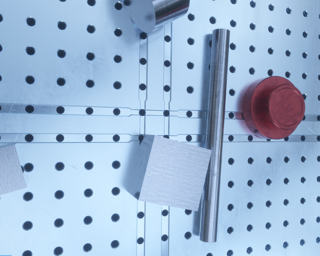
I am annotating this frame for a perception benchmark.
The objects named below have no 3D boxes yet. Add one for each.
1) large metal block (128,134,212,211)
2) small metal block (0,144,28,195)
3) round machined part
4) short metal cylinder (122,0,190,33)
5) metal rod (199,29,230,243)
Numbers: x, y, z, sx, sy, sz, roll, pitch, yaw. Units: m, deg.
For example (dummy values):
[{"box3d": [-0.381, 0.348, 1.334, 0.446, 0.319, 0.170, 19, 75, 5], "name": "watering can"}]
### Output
[{"box3d": [0.012, 0.057, 0.405, 0.081, 0.050, 0.080, 16, 85, -20], "name": "large metal block"}, {"box3d": [-0.181, 0.048, 0.346, 0.050, 0.025, 0.050, -15, 95, -20], "name": "small metal block"}, {"box3d": [0.180, -0.031, 0.472, 0.099, 0.042, 0.097, 0, 90, -21], "name": "round machined part"}, {"box3d": [-0.008, -0.165, 0.381, 0.050, 0.080, 0.080, -32, 101, -17], "name": "short metal cylinder"}, {"box3d": [0.078, 0.010, 0.442, 0.025, 0.025, 0.298, 4, 89, -20], "name": "metal rod"}]
